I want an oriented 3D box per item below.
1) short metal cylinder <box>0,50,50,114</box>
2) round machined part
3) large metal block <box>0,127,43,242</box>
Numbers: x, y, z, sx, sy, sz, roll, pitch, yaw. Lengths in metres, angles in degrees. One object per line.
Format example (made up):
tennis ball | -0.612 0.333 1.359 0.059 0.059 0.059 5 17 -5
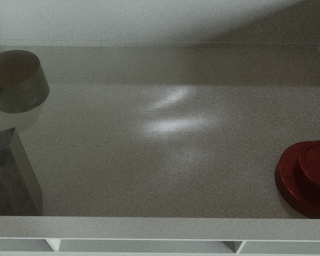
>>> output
short metal cylinder | -0.206 -0.067 0.442 0.081 0.050 0.080 0 50 0
round machined part | 0.187 0.053 0.352 0.099 0.042 0.098 0 50 0
large metal block | -0.155 0.052 0.303 0.050 0.080 0.080 -20 19 -16
